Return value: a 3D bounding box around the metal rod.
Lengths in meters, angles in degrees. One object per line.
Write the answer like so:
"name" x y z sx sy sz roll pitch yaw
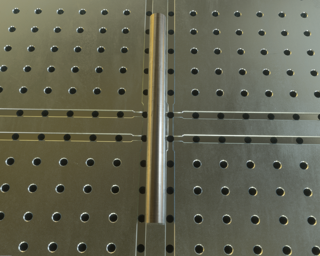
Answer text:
"metal rod" -0.005 -0.027 0.422 0.025 0.025 0.299 1 70 0
